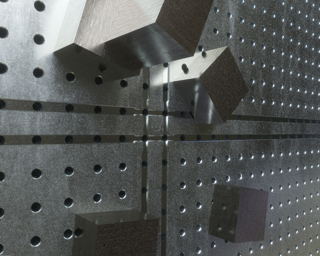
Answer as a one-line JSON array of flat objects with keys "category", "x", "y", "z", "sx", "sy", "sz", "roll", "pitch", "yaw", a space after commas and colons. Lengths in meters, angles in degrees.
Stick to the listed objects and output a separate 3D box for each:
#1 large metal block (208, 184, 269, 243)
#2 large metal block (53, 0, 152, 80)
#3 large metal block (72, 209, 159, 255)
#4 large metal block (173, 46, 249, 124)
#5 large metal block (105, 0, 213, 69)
[{"category": "large metal block", "x": 0.129, "y": 0.138, "z": 0.505, "sx": 0.081, "sy": 0.050, "sz": 0.080, "roll": 14, "pitch": 81, "yaw": -40}, {"category": "large metal block", "x": -0.060, "y": -0.108, "z": 0.344, "sx": 0.080, "sy": 0.050, "sz": 0.080, "roll": 21, "pitch": 77, "yaw": -38}, {"category": "large metal block", "x": -0.051, "y": 0.141, "z": 0.352, "sx": 0.081, "sy": 0.050, "sz": 0.080, "roll": 8, "pitch": 85, "yaw": -40}, {"category": "large metal block", "x": 0.078, "y": -0.062, "z": 0.461, "sx": 0.080, "sy": 0.050, "sz": 0.080, "roll": -48, "pitch": 119, "yaw": -29}, {"category": "large metal block", "x": 0.001, "y": -0.112, "z": 0.310, "sx": 0.050, "sy": 0.080, "sz": 0.080, "roll": 32, "pitch": 70, "yaw": -36}]
